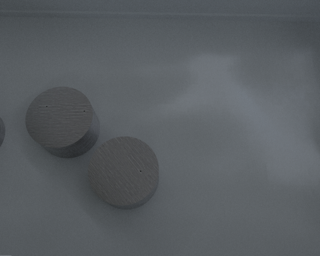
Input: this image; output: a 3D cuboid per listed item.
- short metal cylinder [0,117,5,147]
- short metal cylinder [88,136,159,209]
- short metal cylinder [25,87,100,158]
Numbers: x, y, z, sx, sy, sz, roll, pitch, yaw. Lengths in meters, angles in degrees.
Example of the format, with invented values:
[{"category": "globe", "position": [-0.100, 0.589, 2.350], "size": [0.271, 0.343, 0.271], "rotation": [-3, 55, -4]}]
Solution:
[{"category": "short metal cylinder", "position": [-0.249, 0.002, 0.393], "size": [0.081, 0.050, 0.080], "rotation": [0, 70, 0]}, {"category": "short metal cylinder", "position": [-0.042, 0.056, 0.376], "size": [0.081, 0.050, 0.080], "rotation": [0, 70, 0]}, {"category": "short metal cylinder", "position": [-0.122, -0.006, 0.397], "size": [0.081, 0.050, 0.080], "rotation": [0, 70, 0]}]
